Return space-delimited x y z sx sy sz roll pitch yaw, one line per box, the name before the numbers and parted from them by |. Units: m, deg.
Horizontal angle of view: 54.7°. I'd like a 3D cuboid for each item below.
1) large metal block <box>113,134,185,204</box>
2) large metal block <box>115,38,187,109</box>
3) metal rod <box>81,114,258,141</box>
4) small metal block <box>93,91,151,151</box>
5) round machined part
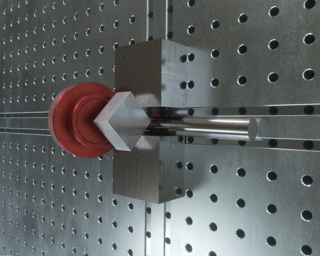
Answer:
large metal block | -0.016 0.048 0.406 0.080 0.050 0.079 2 91 40
large metal block | -0.013 -0.066 0.404 0.080 0.050 0.079 1 91 40
metal rod | -0.017 -0.004 0.423 0.300 0.025 0.025 3 92 40
small metal block | -0.044 -0.008 0.372 0.025 0.050 0.050 1 47 40
round machined part | -0.087 -0.010 0.396 0.042 0.099 0.097 7 95 54
